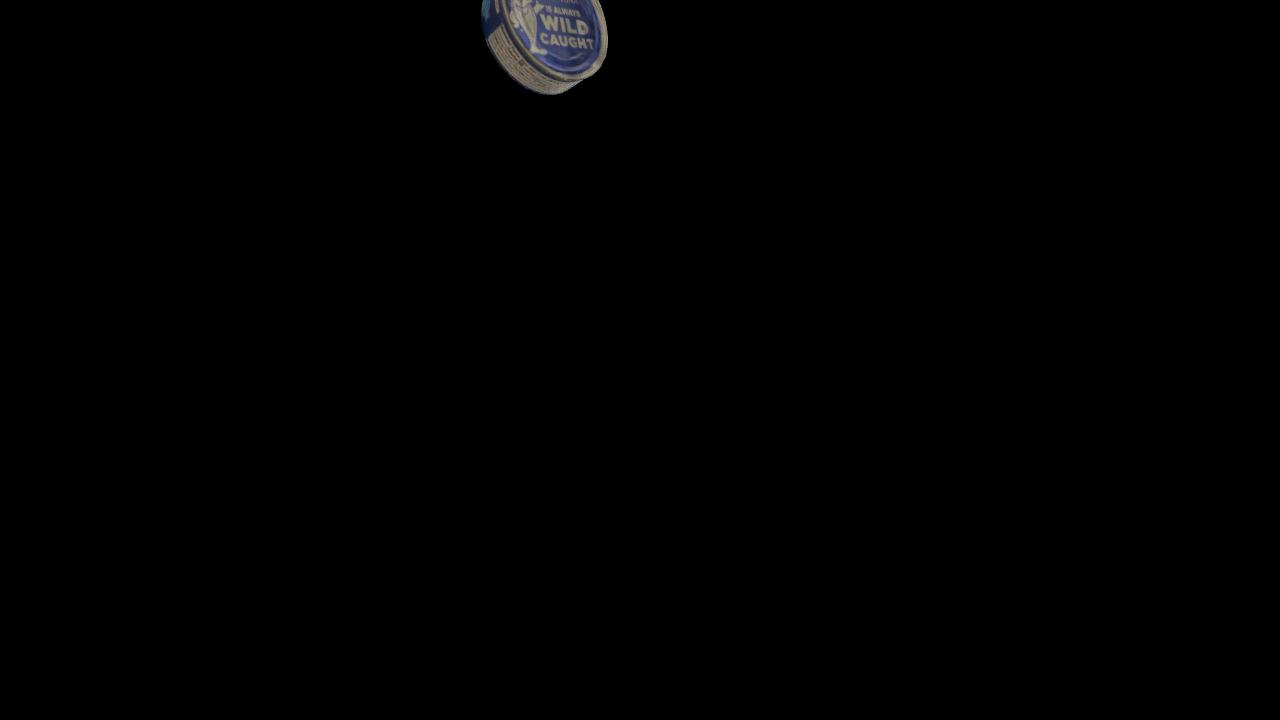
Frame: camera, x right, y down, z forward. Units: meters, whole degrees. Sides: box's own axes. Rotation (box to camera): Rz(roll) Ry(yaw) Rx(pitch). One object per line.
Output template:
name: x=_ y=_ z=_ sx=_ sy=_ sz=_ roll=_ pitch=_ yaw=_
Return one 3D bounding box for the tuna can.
tuna can: x=-0.065 y=-0.229 z=0.422 sx=0.084 sy=0.084 sz=0.034 roll=0 pitch=-2 yaw=-41
